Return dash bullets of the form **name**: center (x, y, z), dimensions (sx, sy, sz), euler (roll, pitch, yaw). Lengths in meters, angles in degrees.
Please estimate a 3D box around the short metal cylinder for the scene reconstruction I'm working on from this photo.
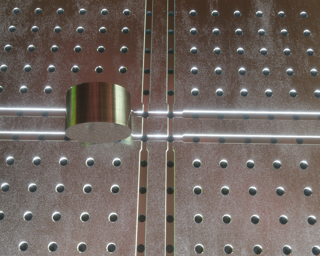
- **short metal cylinder**: center (-0.076, -0.017, 0.388), dimensions (0.080, 0.080, 0.050), euler (-4, 70, -1)
